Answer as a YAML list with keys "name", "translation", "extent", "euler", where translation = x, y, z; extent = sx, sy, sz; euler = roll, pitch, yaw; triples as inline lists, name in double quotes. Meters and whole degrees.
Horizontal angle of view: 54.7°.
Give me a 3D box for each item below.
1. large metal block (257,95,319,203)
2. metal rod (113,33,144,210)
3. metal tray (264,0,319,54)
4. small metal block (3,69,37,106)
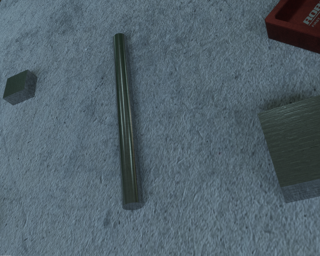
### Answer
- name: "large metal block"
  translation: [0.148, 0.019, 0.298]
  extent: [0.080, 0.050, 0.080]
  euler: [-17, 55, 18]
- name: "metal rod"
  translation: [-0.050, -0.030, 0.446]
  extent: [0.025, 0.025, 0.299]
  euler: [-20, 54, 16]
- name: "metal tray"
  translation: [0.208, -0.158, 0.388]
  extent: [0.090, 0.030, 0.130]
  euler: [34, 80, 38]
- name: "small metal block"
  translation: [-0.264, -0.077, 0.586]
  extent: [0.050, 0.025, 0.050]
  euler: [-18, 55, 17]
